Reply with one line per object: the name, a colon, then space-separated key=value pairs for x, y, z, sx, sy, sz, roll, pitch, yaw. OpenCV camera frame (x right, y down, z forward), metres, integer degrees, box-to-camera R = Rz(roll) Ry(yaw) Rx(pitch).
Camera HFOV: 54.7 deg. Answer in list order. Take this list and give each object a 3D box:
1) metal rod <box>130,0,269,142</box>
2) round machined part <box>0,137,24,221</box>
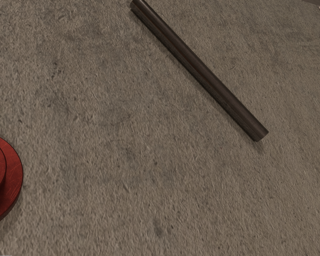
metal rod: x=0.060 y=-0.097 z=0.497 sx=0.300 sy=0.025 sz=0.025 roll=48 pitch=51 yaw=5
round machined part: x=-0.174 y=0.043 z=0.273 sx=0.099 sy=0.042 sz=0.098 roll=14 pitch=56 yaw=-21
